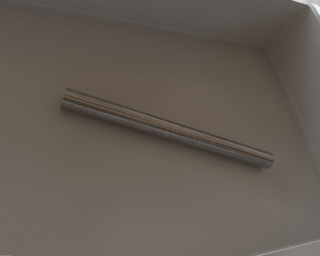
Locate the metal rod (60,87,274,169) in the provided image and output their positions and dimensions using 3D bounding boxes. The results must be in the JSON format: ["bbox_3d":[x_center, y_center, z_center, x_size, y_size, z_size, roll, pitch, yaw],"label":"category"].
[{"bbox_3d":[0.023,0.006,0.412,0.302,0.025,0.025,17,55,-18],"label":"metal rod"}]
